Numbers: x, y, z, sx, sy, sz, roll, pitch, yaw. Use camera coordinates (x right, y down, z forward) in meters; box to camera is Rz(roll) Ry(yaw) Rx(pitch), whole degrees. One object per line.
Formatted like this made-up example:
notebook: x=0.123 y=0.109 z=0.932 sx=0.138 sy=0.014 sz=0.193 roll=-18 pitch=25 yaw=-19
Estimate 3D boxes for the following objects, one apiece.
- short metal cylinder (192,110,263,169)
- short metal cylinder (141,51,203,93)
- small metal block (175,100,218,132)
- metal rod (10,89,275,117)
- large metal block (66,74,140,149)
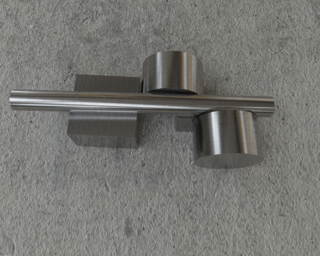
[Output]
short metal cylinder: x=0.080 y=0.017 z=0.374 sx=0.081 sy=0.080 sz=0.050 roll=0 pitch=70 yaw=-1
short metal cylinder: x=0.016 y=-0.056 z=0.402 sx=0.081 sy=0.080 sz=0.050 roll=2 pitch=70 yaw=0
small metal block: x=0.046 y=-0.015 z=0.401 sx=0.050 sy=0.050 sz=0.025 roll=1 pitch=70 yaw=0
metal rod: x=-0.019 y=-0.029 z=0.365 sx=0.302 sy=0.025 sz=0.025 roll=1 pitch=70 yaw=-1
large metal block: x=-0.067 y=-0.020 z=0.399 sx=0.081 sy=0.050 sz=0.080 roll=3 pitch=70 yaw=1
